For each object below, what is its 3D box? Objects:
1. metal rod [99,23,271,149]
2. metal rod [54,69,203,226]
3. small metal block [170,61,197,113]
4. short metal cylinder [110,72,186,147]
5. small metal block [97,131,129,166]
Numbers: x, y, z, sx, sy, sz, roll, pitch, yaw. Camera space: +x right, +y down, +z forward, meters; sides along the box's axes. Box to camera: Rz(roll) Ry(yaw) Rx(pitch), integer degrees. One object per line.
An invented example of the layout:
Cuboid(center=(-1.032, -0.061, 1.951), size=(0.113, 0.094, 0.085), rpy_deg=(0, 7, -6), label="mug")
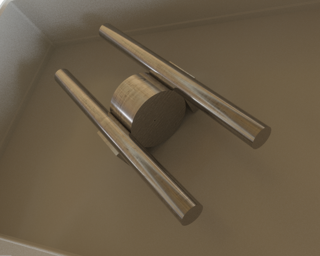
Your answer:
Cuboid(center=(0.006, -0.069, 0.378), size=(0.025, 0.025, 0.300), rpy_deg=(-45, 51, -4), label="metal rod")
Cuboid(center=(-0.059, 0.000, 0.370), size=(0.025, 0.025, 0.300), rpy_deg=(-45, 51, -4), label="metal rod")
Cuboid(center=(0.029, -0.053, 0.403), size=(0.025, 0.050, 0.050), rpy_deg=(-45, 51, -3), label="small metal block")
Cuboid(center=(-0.015, -0.023, 0.389), size=(0.080, 0.080, 0.050), rpy_deg=(-45, 51, -3), label="short metal cylinder")
Cuboid(center=(-0.046, 0.022, 0.397), size=(0.025, 0.050, 0.050), rpy_deg=(-45, 51, -3), label="small metal block")
